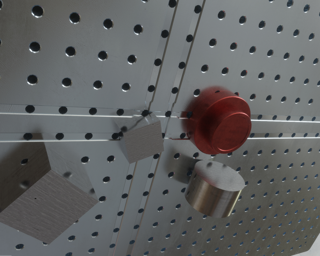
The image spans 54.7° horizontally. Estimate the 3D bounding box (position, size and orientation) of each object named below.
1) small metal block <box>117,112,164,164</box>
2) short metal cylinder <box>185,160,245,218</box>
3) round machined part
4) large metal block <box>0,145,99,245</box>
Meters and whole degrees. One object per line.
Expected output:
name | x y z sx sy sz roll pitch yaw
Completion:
small metal block | -0.025 0.013 0.407 0.050 0.025 0.050 -20 126 -17
short metal cylinder | 0.084 0.093 0.481 0.081 0.080 0.050 3 117 -30
round machined part | 0.093 -0.001 0.453 0.099 0.042 0.097 -14 125 -21
large metal block | -0.136 0.081 0.372 0.080 0.050 0.080 -41 130 -1
